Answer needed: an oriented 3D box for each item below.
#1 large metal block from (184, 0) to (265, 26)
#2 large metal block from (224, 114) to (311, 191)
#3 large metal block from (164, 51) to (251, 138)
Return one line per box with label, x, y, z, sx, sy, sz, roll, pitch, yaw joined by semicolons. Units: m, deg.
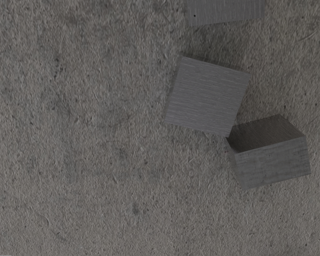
large metal block;0.066;-0.158;0.338;0.080;0.050;0.079;-6;110;2
large metal block;0.130;0.028;0.392;0.080;0.080;0.050;-15;110;5
large metal block;0.054;-0.042;0.381;0.080;0.050;0.079;13;110;-5
